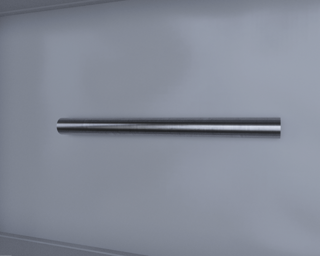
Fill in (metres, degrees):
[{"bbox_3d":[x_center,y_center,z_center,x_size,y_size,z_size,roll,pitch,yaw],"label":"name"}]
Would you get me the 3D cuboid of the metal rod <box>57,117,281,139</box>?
[{"bbox_3d":[-0.003,-0.001,0.408,0.301,0.025,0.025,1,90,19],"label":"metal rod"}]
